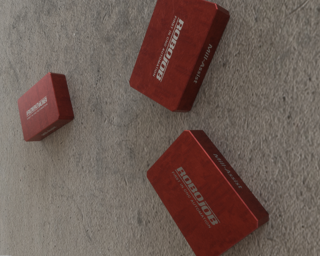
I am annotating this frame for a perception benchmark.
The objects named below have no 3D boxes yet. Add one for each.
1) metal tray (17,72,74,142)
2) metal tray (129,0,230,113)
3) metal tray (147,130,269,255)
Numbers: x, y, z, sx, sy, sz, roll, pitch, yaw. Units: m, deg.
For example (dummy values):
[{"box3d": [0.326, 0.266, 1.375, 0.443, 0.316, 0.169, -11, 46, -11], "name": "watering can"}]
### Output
[{"box3d": [-0.218, -0.036, 0.582, 0.130, 0.030, 0.090, -25, 74, 37], "name": "metal tray"}, {"box3d": [0.019, -0.095, 0.386, 0.090, 0.030, 0.129, 34, 111, 35], "name": "metal tray"}, {"box3d": [0.049, 0.077, 0.362, 0.090, 0.030, 0.130, -50, 61, 28], "name": "metal tray"}]
